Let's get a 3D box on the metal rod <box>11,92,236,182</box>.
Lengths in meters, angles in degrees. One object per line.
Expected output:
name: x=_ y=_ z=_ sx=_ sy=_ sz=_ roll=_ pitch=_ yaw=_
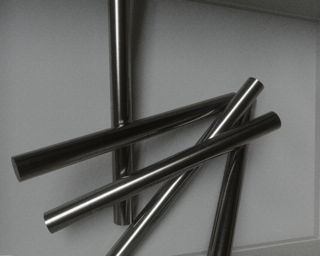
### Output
metal rod: x=-0.013 y=-0.001 z=0.368 sx=0.302 sy=0.025 sz=0.025 roll=-18 pitch=97 yaw=-33

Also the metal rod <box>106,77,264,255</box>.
metal rod: x=0.036 y=0.054 z=0.405 sx=0.025 sy=0.025 sz=0.300 roll=41 pitch=84 yaw=-16

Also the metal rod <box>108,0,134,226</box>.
metal rod: x=-0.047 y=-0.029 z=0.371 sx=0.025 sy=0.025 sz=0.298 roll=-3 pitch=100 yaw=-20

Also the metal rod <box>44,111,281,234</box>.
metal rod: x=0.013 y=0.047 z=0.372 sx=0.302 sy=0.025 sz=0.025 roll=-23 pitch=98 yaw=-11

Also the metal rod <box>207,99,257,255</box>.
metal rod: x=0.087 y=0.075 z=0.376 sx=0.025 sy=0.025 sz=0.300 roll=33 pitch=54 yaw=-17
